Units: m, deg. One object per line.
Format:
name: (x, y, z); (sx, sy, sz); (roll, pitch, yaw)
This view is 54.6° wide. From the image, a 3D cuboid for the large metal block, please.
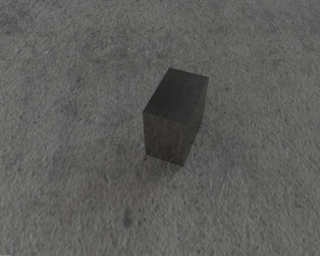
large metal block: (0.020, -0.013, 0.379); (0.050, 0.080, 0.080); (17, 52, 14)
